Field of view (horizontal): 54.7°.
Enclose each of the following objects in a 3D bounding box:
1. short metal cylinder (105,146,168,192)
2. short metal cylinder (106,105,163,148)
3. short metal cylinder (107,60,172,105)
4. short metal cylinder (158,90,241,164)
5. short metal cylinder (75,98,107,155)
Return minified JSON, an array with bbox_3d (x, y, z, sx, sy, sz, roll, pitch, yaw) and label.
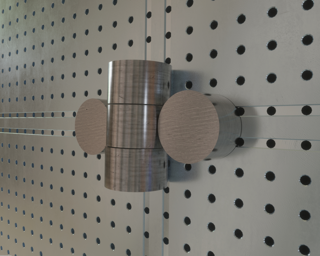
[{"bbox_3d":[-0.030,0.048,0.395,0.080,0.081,0.050,2,91,39],"label":"short metal cylinder"},{"bbox_3d":[-0.027,-0.003,0.393,0.080,0.081,0.050,3,92,39],"label":"short metal cylinder"},{"bbox_3d":[-0.026,-0.054,0.392,0.080,0.081,0.050,4,92,39],"label":"short metal cylinder"},{"bbox_3d":[0.044,-0.001,0.354,0.080,0.050,0.079,0,90,39],"label":"short metal cylinder"},{"bbox_3d":[-0.080,-0.002,0.456,0.080,0.050,0.079,0,90,39],"label":"short metal cylinder"}]
